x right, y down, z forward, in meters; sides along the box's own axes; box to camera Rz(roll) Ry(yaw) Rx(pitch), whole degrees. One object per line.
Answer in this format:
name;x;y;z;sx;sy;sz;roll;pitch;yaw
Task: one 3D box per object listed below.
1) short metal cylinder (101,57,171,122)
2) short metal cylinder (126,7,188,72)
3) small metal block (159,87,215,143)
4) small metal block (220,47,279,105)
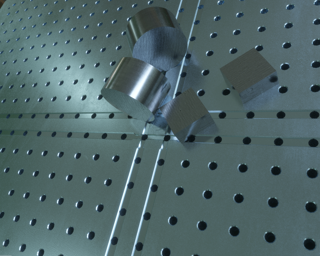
short metal cylinder;-0.032;-0.051;0.421;0.080;0.080;0.050;16;70;34
short metal cylinder;-0.005;-0.128;0.454;0.080;0.080;0.050;-27;53;11
small metal block;0.034;-0.017;0.401;0.050;0.025;0.050;-33;52;6
small metal block;0.112;-0.066;0.390;0.050;0.025;0.050;-31;52;8
